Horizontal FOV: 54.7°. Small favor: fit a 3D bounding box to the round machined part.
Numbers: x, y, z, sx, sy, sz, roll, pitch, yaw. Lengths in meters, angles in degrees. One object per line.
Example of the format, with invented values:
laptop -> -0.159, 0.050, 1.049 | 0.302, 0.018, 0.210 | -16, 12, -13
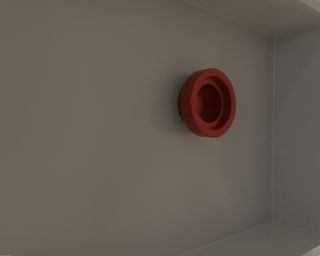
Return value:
round machined part -> 0.064, -0.035, 0.452 | 0.099, 0.042, 0.097 | 0, 90, -40
